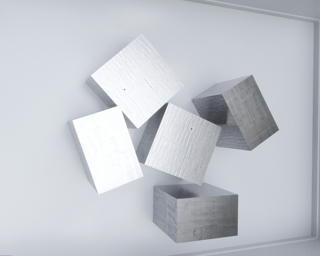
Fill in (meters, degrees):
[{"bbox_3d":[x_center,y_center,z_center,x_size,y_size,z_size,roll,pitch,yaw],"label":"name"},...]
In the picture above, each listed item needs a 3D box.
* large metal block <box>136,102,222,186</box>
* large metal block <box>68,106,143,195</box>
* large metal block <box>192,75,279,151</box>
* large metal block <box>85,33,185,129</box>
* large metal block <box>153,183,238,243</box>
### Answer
[{"bbox_3d":[0.022,0.021,0.405,0.080,0.050,0.080,24,82,-19],"label":"large metal block"},{"bbox_3d":[-0.066,0.022,0.356,0.050,0.080,0.080,-20,97,-19],"label":"large metal block"},{"bbox_3d":[0.099,-0.019,0.417,0.050,0.080,0.080,-33,101,-17],"label":"large metal block"},{"bbox_3d":[-0.032,-0.055,0.384,0.080,0.050,0.080,-44,104,-15],"label":"large metal block"},{"bbox_3d":[0.043,0.104,0.398,0.081,0.080,0.050,1,90,-20],"label":"large metal block"}]
